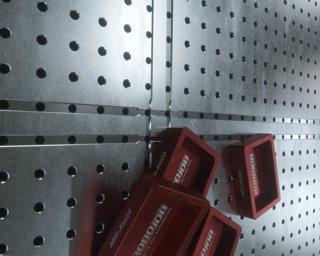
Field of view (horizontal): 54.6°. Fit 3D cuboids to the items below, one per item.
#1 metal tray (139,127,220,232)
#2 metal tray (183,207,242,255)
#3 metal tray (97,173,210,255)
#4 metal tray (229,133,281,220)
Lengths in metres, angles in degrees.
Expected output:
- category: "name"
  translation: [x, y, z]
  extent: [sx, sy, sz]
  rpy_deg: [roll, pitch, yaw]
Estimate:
- category: "metal tray"
  translation: [0.027, 0.074, 0.427]
  extent: [0.090, 0.030, 0.130]
  rpy_deg: [38, 67, -33]
- category: "metal tray"
  translation: [0.068, 0.191, 0.461]
  extent: [0.090, 0.030, 0.130]
  rpy_deg: [40, 66, -33]
- category: "metal tray"
  translation: [-0.009, 0.125, 0.363]
  extent: [0.090, 0.030, 0.130]
  rpy_deg: [25, 96, -33]
- category: "metal tray"
  translation: [0.170, 0.082, 0.546]
  extent: [0.091, 0.030, 0.129]
  rpy_deg: [-17, 101, -39]
